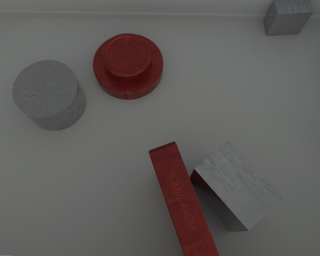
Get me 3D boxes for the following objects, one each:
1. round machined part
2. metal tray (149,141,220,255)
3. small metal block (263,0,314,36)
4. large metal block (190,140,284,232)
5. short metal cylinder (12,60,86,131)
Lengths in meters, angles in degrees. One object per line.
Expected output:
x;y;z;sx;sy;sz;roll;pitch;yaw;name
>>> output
-0.045;-0.092;0.434;0.099;0.042;0.098;0;70;-1;round machined part
0.028;0.089;0.338;0.030;0.090;0.130;-20;69;0;metal tray
0.188;-0.163;0.458;0.050;0.050;0.025;-4;70;-2;small metal block
0.081;0.070;0.356;0.050;0.080;0.080;-38;75;-13;large metal block
-0.144;-0.042;0.410;0.081;0.050;0.080;0;70;0;short metal cylinder
